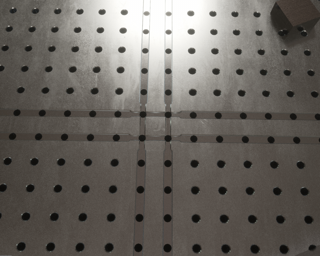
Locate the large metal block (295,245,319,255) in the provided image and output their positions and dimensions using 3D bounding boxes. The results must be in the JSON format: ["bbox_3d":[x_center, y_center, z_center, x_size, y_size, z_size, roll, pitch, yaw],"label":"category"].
[{"bbox_3d":[0.188,0.175,0.337,0.081,0.050,0.080,-20,71,-8],"label":"large metal block"}]

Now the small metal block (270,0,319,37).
[{"bbox_3d":[0.209,-0.176,0.479,0.050,0.025,0.050,-22,72,-8],"label":"small metal block"}]
